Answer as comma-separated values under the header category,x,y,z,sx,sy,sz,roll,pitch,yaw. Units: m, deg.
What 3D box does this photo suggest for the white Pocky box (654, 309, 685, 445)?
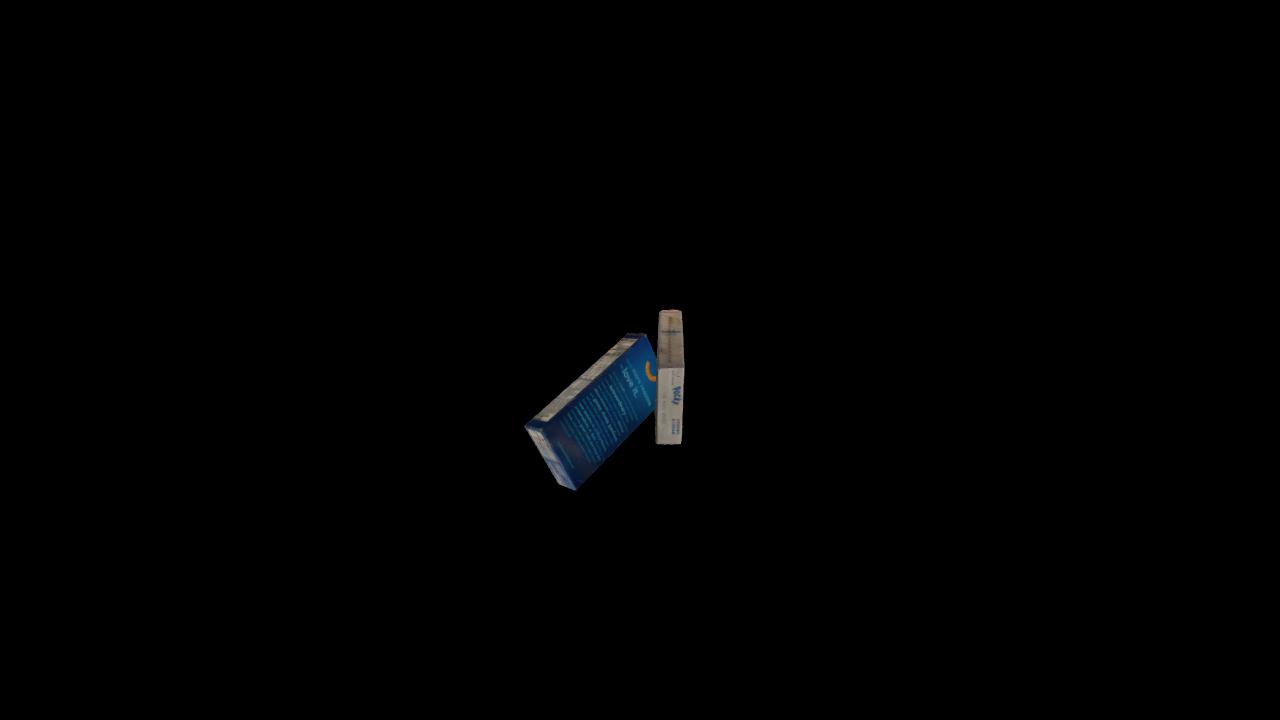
category,x,y,z,sx,sy,sz,roll,pitch,yaw
white Pocky box,0.031,0.013,0.632,0.028,0.084,0.154,0,24,3

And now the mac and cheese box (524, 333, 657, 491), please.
category,x,y,z,sx,sy,sz,roll,pitch,yaw
mac and cheese box,-0.044,0.057,0.734,0.041,0.093,0.184,4,38,47
